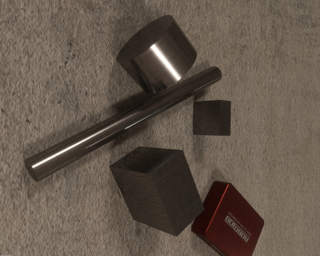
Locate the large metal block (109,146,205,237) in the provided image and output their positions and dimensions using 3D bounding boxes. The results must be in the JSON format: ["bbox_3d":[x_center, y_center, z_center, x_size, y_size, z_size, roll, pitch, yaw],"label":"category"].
[{"bbox_3d":[-0.004,0.071,0.367,0.050,0.080,0.080,-33,111,-35],"label":"large metal block"}]

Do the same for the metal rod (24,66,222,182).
[{"bbox_3d":[-0.020,-0.021,0.389,0.302,0.025,0.025,-31,110,-36],"label":"metal rod"}]

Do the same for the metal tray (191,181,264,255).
[{"bbox_3d":[0.114,0.157,0.501,0.130,0.030,0.090,47,62,-30],"label":"metal tray"}]

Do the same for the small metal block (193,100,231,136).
[{"bbox_3d":[0.076,-0.014,0.454,0.025,0.050,0.050,2,89,-40],"label":"small metal block"}]

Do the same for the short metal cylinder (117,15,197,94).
[{"bbox_3d":[-0.004,-0.087,0.368,0.050,0.080,0.080,48,61,-30],"label":"short metal cylinder"}]
